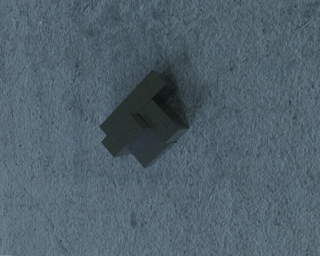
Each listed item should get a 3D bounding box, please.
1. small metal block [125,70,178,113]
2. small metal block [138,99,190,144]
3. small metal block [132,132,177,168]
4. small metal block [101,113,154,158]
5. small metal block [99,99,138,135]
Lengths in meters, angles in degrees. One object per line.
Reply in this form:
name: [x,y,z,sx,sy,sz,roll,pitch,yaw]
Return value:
small metal block: [-0.010,-0.044,0.399,0.050,0.050,0.025,-45,76,14]
small metal block: [0.006,-0.008,0.394,0.025,0.050,0.050,-45,77,14]
small metal block: [-0.015,0.018,0.415,0.050,0.025,0.050,-44,77,14]
small metal block: [-0.036,0.008,0.382,0.050,0.050,0.025,-45,76,14]
small metal block: [-0.044,-0.010,0.411,0.050,0.050,0.025,-45,76,14]
